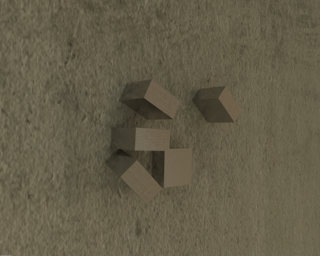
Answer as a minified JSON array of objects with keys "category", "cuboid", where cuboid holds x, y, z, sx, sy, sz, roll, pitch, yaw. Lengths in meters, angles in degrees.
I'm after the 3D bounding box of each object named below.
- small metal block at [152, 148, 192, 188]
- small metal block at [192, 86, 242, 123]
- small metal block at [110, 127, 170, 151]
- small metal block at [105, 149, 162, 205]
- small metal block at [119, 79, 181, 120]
[{"category":"small metal block","cuboid":[0.017,0.052,0.421,0.050,0.025,0.050,2,89,-40]},{"category":"small metal block","cuboid":[0.085,-0.034,0.462,0.050,0.050,0.025,50,61,-29]},{"category":"small metal block","cuboid":[-0.024,0.013,0.370,0.050,0.050,0.025,5,87,-40]},{"category":"small metal block","cuboid":[-0.032,0.055,0.361,0.025,0.050,0.050,-45,119,-13]},{"category":"small metal block","cuboid":[-0.013,-0.033,0.380,0.050,0.050,0.025,34,69,-35]}]
